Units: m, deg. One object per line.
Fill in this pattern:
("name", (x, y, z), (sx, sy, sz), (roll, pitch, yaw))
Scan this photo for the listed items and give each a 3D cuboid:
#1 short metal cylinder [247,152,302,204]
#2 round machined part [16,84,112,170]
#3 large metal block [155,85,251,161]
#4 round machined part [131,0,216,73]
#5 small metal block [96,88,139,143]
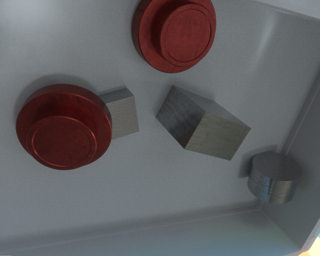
("short metal cylinder", (0.197, 0.085, 0.536), (0.081, 0.080, 0.050), (-12, 124, -22))
("round machined part", (-0.101, 0.006, 0.329), (0.099, 0.042, 0.097), (-4, 123, -5))
("large metal block", (0.054, -0.007, 0.400), (0.081, 0.080, 0.050), (16, 110, -35))
("round machined part", (0.022, -0.107, 0.345), (0.099, 0.042, 0.097), (-14, 125, -21))
("small metal block", (-0.055, -0.015, 0.370), (0.050, 0.025, 0.050), (-18, 126, -18))
